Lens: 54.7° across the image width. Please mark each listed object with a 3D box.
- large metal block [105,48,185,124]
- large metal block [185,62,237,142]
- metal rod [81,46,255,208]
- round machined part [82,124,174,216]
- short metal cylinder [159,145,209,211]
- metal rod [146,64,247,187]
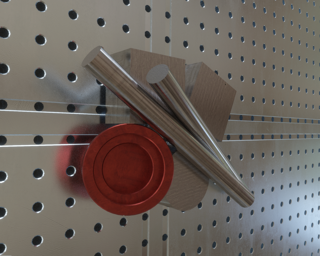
[{"bbox_3d":[-0.017,-0.044,0.370,0.081,0.050,0.079,1,90,-40],"label":"large metal block"},{"bbox_3d":[0.054,-0.033,0.432,0.080,0.050,0.080,31,71,-36],"label":"large metal block"},{"bbox_3d":[0.031,0.019,0.364,0.300,0.025,0.025,42,65,-33],"label":"metal rod"},{"bbox_3d":[-0.037,0.045,0.348,0.099,0.042,0.097,1,87,-17],"label":"round machined part"},{"bbox_3d":[0.019,0.062,0.403,0.081,0.050,0.079,0,90,-40],"label":"short metal cylinder"},{"bbox_3d":[0.067,0.026,0.412,0.300,0.025,0.025,49,60,-45],"label":"metal rod"}]
